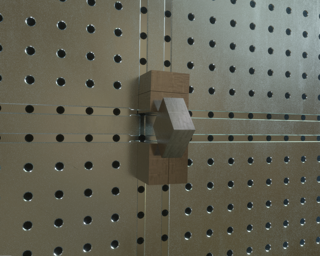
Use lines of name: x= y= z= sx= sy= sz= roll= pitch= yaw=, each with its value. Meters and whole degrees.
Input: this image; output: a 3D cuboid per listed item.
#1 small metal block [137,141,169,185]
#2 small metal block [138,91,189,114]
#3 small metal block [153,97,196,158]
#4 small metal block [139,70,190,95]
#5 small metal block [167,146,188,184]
small metal block: x=-0.010 y=0.043 z=0.396 sx=0.025 sy=0.050 sz=0.050 roll=2 pitch=90 yaw=-20
small metal block: x=0.003 y=-0.031 z=0.401 sx=0.050 sy=0.050 sz=0.025 roll=2 pitch=90 yaw=-20
small metal block: x=0.015 y=0.000 z=0.362 sx=0.025 sy=0.050 sz=0.050 roll=1 pitch=48 yaw=-20
small metal block: x=0.004 y=-0.056 z=0.401 sx=0.050 sy=0.050 sz=0.025 roll=2 pitch=90 yaw=-20
small metal block: x=0.014 y=0.044 z=0.404 sx=0.025 sy=0.050 sz=0.050 roll=2 pitch=90 yaw=-20
